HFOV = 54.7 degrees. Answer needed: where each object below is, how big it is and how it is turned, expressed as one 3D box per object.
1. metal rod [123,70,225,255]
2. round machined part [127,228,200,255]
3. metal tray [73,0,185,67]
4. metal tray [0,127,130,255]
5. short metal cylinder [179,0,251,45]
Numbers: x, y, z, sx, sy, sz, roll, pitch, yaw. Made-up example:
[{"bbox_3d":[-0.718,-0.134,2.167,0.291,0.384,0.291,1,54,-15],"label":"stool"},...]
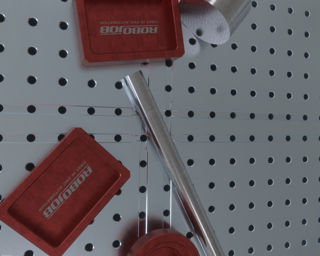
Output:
[{"bbox_3d":[0.026,0.065,0.422,0.025,0.025,0.299,-27,99,-18],"label":"metal rod"},{"bbox_3d":[0.001,0.180,0.404,0.099,0.042,0.097,0,90,-20],"label":"round machined part"},{"bbox_3d":[-0.038,-0.129,0.395,0.131,0.030,0.089,-8,93,-20],"label":"metal tray"},{"bbox_3d":[-0.111,0.074,0.369,0.090,0.030,0.130,45,76,-15],"label":"metal tray"},{"bbox_3d":[0.071,-0.158,0.410,0.080,0.080,0.050,41,77,-16],"label":"short metal cylinder"}]
